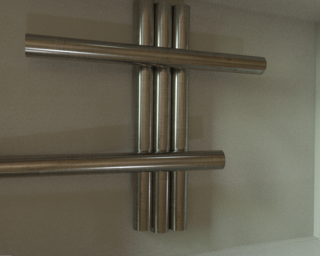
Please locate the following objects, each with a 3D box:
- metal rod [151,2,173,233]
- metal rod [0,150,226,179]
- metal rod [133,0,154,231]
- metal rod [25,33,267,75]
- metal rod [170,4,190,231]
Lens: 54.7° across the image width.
[{"bbox_3d":[0.002,-0.014,0.410,0.025,0.025,0.298,1,90,-20],"label":"metal rod"},{"bbox_3d":[-0.068,0.042,0.365,0.302,0.025,0.025,0,90,-13],"label":"metal rod"},{"bbox_3d":[-0.021,-0.019,0.402,0.025,0.025,0.298,1,90,-20],"label":"metal rod"},{"bbox_3d":[-0.001,-0.088,0.382,0.302,0.025,0.025,0,90,-20],"label":"metal rod"},{"bbox_3d":[0.026,-0.014,0.418,0.025,0.025,0.298,1,90,-20],"label":"metal rod"}]
